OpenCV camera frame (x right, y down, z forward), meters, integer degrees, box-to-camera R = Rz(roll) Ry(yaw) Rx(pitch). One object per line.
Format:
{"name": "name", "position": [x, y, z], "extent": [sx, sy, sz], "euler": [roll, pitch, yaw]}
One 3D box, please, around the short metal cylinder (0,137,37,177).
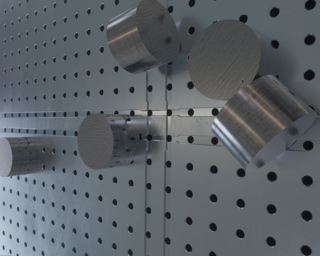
{"name": "short metal cylinder", "position": [-0.299, 0.059, 0.640], "extent": [0.080, 0.050, 0.079], "euler": [0, 90, 40]}

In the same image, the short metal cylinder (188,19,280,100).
{"name": "short metal cylinder", "position": [0.078, -0.068, 0.329], "extent": [0.080, 0.050, 0.079], "euler": [0, 90, 40]}

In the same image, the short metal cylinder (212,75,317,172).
{"name": "short metal cylinder", "position": [0.097, -0.003, 0.294], "extent": [0.080, 0.081, 0.050], "euler": [-52, 60, 27]}

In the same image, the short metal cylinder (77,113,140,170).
{"name": "short metal cylinder", "position": [-0.076, 0.019, 0.456], "extent": [0.080, 0.050, 0.079], "euler": [0, 90, 40]}

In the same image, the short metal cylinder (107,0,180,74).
{"name": "short metal cylinder", "position": [-0.020, -0.113, 0.390], "extent": [0.050, 0.081, 0.080], "euler": [-12, 82, 39]}
